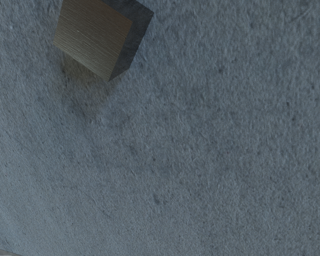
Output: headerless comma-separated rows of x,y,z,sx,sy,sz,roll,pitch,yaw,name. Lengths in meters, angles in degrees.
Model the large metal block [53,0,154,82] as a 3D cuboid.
-0.066,-0.114,0.354,0.080,0.050,0.079,35,129,4,large metal block
